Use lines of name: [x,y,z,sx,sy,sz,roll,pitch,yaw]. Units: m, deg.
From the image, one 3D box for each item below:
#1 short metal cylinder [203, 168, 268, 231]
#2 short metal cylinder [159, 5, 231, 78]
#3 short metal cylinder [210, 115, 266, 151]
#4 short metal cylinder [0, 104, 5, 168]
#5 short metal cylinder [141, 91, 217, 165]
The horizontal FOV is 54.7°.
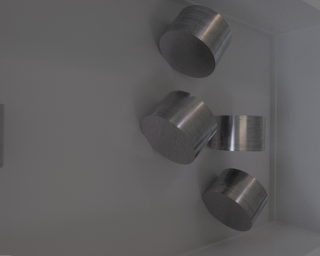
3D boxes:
short metal cylinder: [0.113,0.107,0.465,0.050,0.080,0.080,-43,117,-31]
short metal cylinder: [0.047,-0.112,0.409,0.080,0.080,0.050,47,62,-30]
short metal cylinder: [0.117,0.008,0.469,0.081,0.080,0.050,2,89,-40]
short metal cylinder: [-0.163,0.006,0.234,0.081,0.080,0.050,1,90,-40]
short metal cylinder: [0.024,0.000,0.391,0.050,0.080,0.080,-47,118,-30]
